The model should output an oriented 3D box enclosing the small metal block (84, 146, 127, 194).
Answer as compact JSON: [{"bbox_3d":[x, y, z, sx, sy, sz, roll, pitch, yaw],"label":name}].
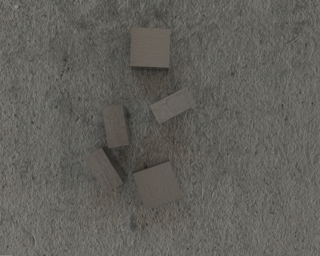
[{"bbox_3d":[-0.068,0.051,0.397,0.025,0.050,0.050,-31,90,0],"label":"small metal block"}]

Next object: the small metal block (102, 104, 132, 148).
[{"bbox_3d":[-0.054,-0.002,0.397,0.025,0.050,0.050,-9,90,0],"label":"small metal block"}]

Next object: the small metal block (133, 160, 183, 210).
[{"bbox_3d":[-0.003,0.074,0.410,0.050,0.025,0.050,-19,90,0],"label":"small metal block"}]

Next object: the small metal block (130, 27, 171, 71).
[{"bbox_3d":[-0.012,-0.103,0.410,0.050,0.025,0.050,2,90,0],"label":"small metal block"}]

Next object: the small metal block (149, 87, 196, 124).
[{"bbox_3d":[0.015,-0.027,0.397,0.050,0.050,0.025,-28,90,0],"label":"small metal block"}]
